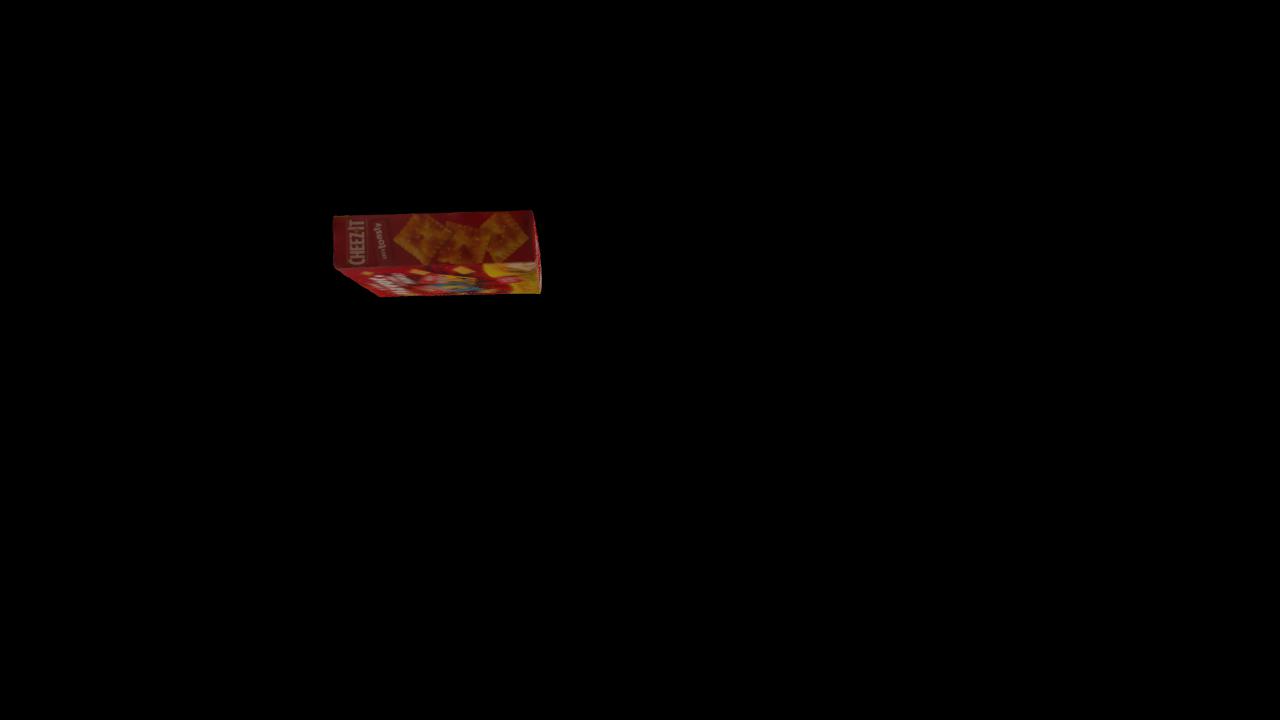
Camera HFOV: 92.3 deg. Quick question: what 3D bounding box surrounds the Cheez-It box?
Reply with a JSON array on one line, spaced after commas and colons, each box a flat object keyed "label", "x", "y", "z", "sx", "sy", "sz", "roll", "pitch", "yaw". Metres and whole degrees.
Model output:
[{"label": "Cheez-It box", "x": -0.237, "y": -0.127, "z": 0.764, "sx": 0.223, "sy": 0.071, "sz": 0.166, "roll": -3, "pitch": -6, "yaw": -7}]
